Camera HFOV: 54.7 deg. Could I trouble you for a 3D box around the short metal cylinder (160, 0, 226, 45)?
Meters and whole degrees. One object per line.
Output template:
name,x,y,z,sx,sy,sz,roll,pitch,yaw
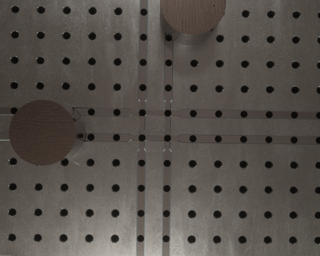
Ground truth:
short metal cylinder,0.040,-0.154,0.401,0.081,0.050,0.079,0,90,-1

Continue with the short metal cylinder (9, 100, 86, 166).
short metal cylinder,-0.142,0.006,0.399,0.081,0.050,0.079,0,90,-1
